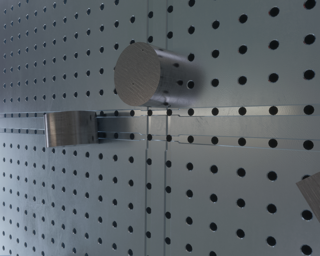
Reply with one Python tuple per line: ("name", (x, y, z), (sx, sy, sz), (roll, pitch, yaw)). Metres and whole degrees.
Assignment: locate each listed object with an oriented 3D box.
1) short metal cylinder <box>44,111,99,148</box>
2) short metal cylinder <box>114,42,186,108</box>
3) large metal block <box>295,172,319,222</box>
("short metal cylinder", (-0.139, 0.003, 0.489), (0.080, 0.081, 0.050), (-8, 85, 39))
("short metal cylinder", (-0.014, -0.067, 0.405), (0.080, 0.050, 0.079), (0, 90, 40))
("large metal block", (0.175, 0.060, 0.249), (0.080, 0.050, 0.080), (-39, 66, 33))
